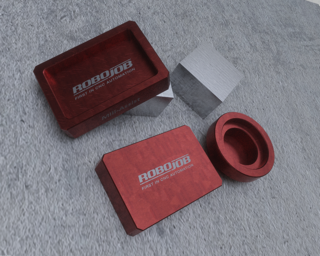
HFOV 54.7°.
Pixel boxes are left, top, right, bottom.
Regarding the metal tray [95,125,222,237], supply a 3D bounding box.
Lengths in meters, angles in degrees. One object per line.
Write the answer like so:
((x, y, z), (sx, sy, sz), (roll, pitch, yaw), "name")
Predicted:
((0.002, 0.056, 0.367), (0.131, 0.030, 0.090), (-19, 72, -35), "metal tray")

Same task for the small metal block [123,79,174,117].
((-0.018, -0.038, 0.402), (0.050, 0.050, 0.025), (3, 61, -27), "small metal block")

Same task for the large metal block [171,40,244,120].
((0.067, -0.073, 0.469), (0.080, 0.050, 0.080), (43, 51, 1), "large metal block")

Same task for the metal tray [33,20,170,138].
((-0.066, -0.058, 0.357), (0.131, 0.030, 0.090), (-29, 71, -7), "metal tray")

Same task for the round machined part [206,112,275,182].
((0.106, 0.030, 0.432), (0.099, 0.042, 0.098), (14, 56, -21), "round machined part")
